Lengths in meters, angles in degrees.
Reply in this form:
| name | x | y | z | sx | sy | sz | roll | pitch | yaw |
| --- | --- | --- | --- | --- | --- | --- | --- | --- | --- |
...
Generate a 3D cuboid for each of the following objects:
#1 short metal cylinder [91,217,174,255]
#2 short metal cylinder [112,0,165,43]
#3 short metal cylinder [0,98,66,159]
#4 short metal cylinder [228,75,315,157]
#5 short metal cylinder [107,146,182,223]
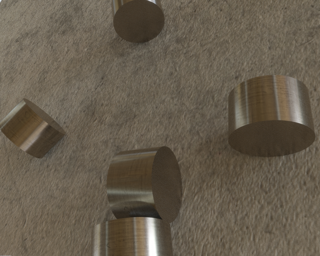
| name | x | y | z | sx | sy | sz | roll | pitch | yaw |
| --- | --- | --- | --- | --- | --- | --- | --- | --- | --- |
| short metal cylinder | -0.027 | 0.125 | 0.305 | 0.080 | 0.080 | 0.050 | -18 | 55 | 17 |
| short metal cylinder | -0.036 | -0.185 | 0.500 | 0.080 | 0.080 | 0.050 | -21 | 54 | 15 |
| short metal cylinder | -0.191 | 0.001 | 0.466 | 0.050 | 0.080 | 0.080 | -47 | 52 | -5 |
| short metal cylinder | 0.111 | -0.009 | 0.316 | 0.080 | 0.080 | 0.050 | -7 | 59 | 24 |
| short metal cylinder | -0.014 | 0.062 | 0.337 | 0.050 | 0.080 | 0.080 | -9 | 58 | 23 |
